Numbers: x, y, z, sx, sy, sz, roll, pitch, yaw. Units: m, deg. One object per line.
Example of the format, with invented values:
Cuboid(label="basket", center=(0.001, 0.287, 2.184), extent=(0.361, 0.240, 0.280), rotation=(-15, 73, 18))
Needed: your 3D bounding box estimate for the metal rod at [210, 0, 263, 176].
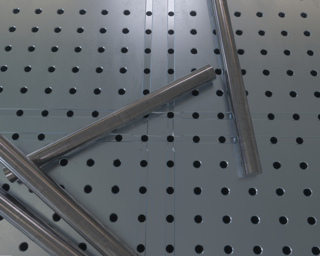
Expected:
Cuboid(label="metal rod", center=(0.103, -0.082, 0.442), extent=(0.025, 0.025, 0.299), rotation=(-5, 70, -2))

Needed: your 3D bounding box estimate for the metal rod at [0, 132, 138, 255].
Cuboid(label="metal rod", center=(-0.098, 0.100, 0.358), extent=(0.300, 0.025, 0.025), rotation=(39, 75, 6))

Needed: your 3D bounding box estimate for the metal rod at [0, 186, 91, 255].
Cuboid(label="metal rod", center=(-0.111, 0.142, 0.359), extent=(0.300, 0.025, 0.025), rotation=(32, 73, 11))

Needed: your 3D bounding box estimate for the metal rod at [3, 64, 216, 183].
Cuboid(label="metal rod", center=(-0.059, -0.011, 0.415), extent=(0.301, 0.025, 0.025), rotation=(-28, 72, -10))
